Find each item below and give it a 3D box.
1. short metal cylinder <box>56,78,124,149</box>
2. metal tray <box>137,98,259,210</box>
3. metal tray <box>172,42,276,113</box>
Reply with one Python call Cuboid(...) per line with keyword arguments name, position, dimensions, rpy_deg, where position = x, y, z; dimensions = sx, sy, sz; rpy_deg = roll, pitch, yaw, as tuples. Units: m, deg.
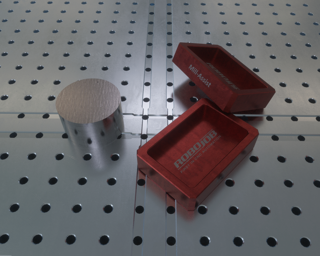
Cuboid(name="short metal cylinder", position=(-0.090, -0.020, 0.407), dimensions=(0.081, 0.050, 0.080), rpy_deg=(0, 50, 0))
Cuboid(name="metal tray", position=(0.047, 0.026, 0.382), dimensions=(0.090, 0.030, 0.131), rpy_deg=(36, 59, 26))
Cuboid(name="metal tray", position=(0.089, -0.077, 0.447), dimensions=(0.091, 0.030, 0.130), rpy_deg=(-8, 46, -37))
